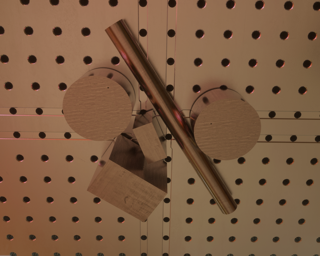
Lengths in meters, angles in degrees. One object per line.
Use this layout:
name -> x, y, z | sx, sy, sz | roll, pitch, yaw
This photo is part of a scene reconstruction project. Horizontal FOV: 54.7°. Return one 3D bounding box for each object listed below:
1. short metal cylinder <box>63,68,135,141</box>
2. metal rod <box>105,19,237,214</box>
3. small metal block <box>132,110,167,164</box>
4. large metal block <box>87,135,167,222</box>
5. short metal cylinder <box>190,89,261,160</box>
short metal cylinder -> -0.073, -0.030, 0.384 | 0.081, 0.050, 0.079 | 0, 110, 0
metal rod -> 0.024, -0.002, 0.409 | 0.025, 0.025, 0.299 | -30, 108, 10
small metal block -> -0.012, 0.010, 0.399 | 0.025, 0.050, 0.050 | -20, 109, 7
large metal block -> -0.038, 0.061, 0.401 | 0.080, 0.080, 0.050 | 33, 108, -11
short metal cylinder -> 0.081, -0.006, 0.395 | 0.081, 0.050, 0.079 | 0, 110, 0
